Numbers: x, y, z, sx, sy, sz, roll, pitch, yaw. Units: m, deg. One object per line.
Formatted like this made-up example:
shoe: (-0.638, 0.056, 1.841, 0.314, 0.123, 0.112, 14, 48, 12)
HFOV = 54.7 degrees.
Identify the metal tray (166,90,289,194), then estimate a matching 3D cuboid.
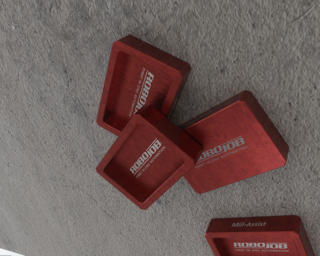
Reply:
metal tray: (0.074, 0.023, 0.379, 0.130, 0.030, 0.090, -30, 102, 37)

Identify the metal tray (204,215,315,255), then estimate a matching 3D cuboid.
metal tray: (0.139, 0.169, 0.434, 0.130, 0.030, 0.090, -14, 111, 34)

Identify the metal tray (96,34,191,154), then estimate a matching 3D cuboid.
metal tray: (-0.026, -0.039, 0.392, 0.090, 0.030, 0.129, 29, 128, 10)

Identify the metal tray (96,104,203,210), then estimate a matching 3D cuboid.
metal tray: (-0.019, 0.042, 0.399, 0.090, 0.030, 0.129, 40, 129, 0)
